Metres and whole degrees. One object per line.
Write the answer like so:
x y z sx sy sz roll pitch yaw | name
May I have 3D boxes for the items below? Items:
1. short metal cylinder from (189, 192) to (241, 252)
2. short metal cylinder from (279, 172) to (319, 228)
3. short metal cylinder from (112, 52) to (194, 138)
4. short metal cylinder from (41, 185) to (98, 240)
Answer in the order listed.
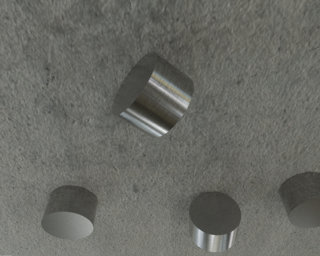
0.087 0.151 0.501 0.081 0.080 0.050 -2 130 1 | short metal cylinder
0.238 0.115 0.493 0.081 0.050 0.079 0 130 0 | short metal cylinder
-0.009 -0.036 0.340 0.050 0.080 0.080 32 123 -25 | short metal cylinder
-0.146 0.139 0.507 0.081 0.050 0.079 0 130 0 | short metal cylinder
